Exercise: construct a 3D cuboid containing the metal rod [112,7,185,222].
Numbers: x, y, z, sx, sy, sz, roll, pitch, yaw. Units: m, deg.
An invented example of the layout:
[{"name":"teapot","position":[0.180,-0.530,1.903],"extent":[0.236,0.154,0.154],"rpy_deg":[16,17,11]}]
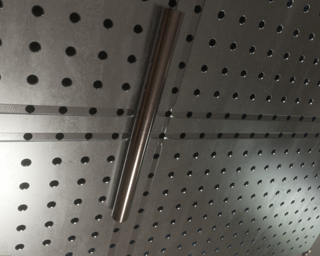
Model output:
[{"name":"metal rod","position":[-0.022,0.001,0.400],"extent":[0.025,0.025,0.298],"rpy_deg":[1,118,-30]}]
